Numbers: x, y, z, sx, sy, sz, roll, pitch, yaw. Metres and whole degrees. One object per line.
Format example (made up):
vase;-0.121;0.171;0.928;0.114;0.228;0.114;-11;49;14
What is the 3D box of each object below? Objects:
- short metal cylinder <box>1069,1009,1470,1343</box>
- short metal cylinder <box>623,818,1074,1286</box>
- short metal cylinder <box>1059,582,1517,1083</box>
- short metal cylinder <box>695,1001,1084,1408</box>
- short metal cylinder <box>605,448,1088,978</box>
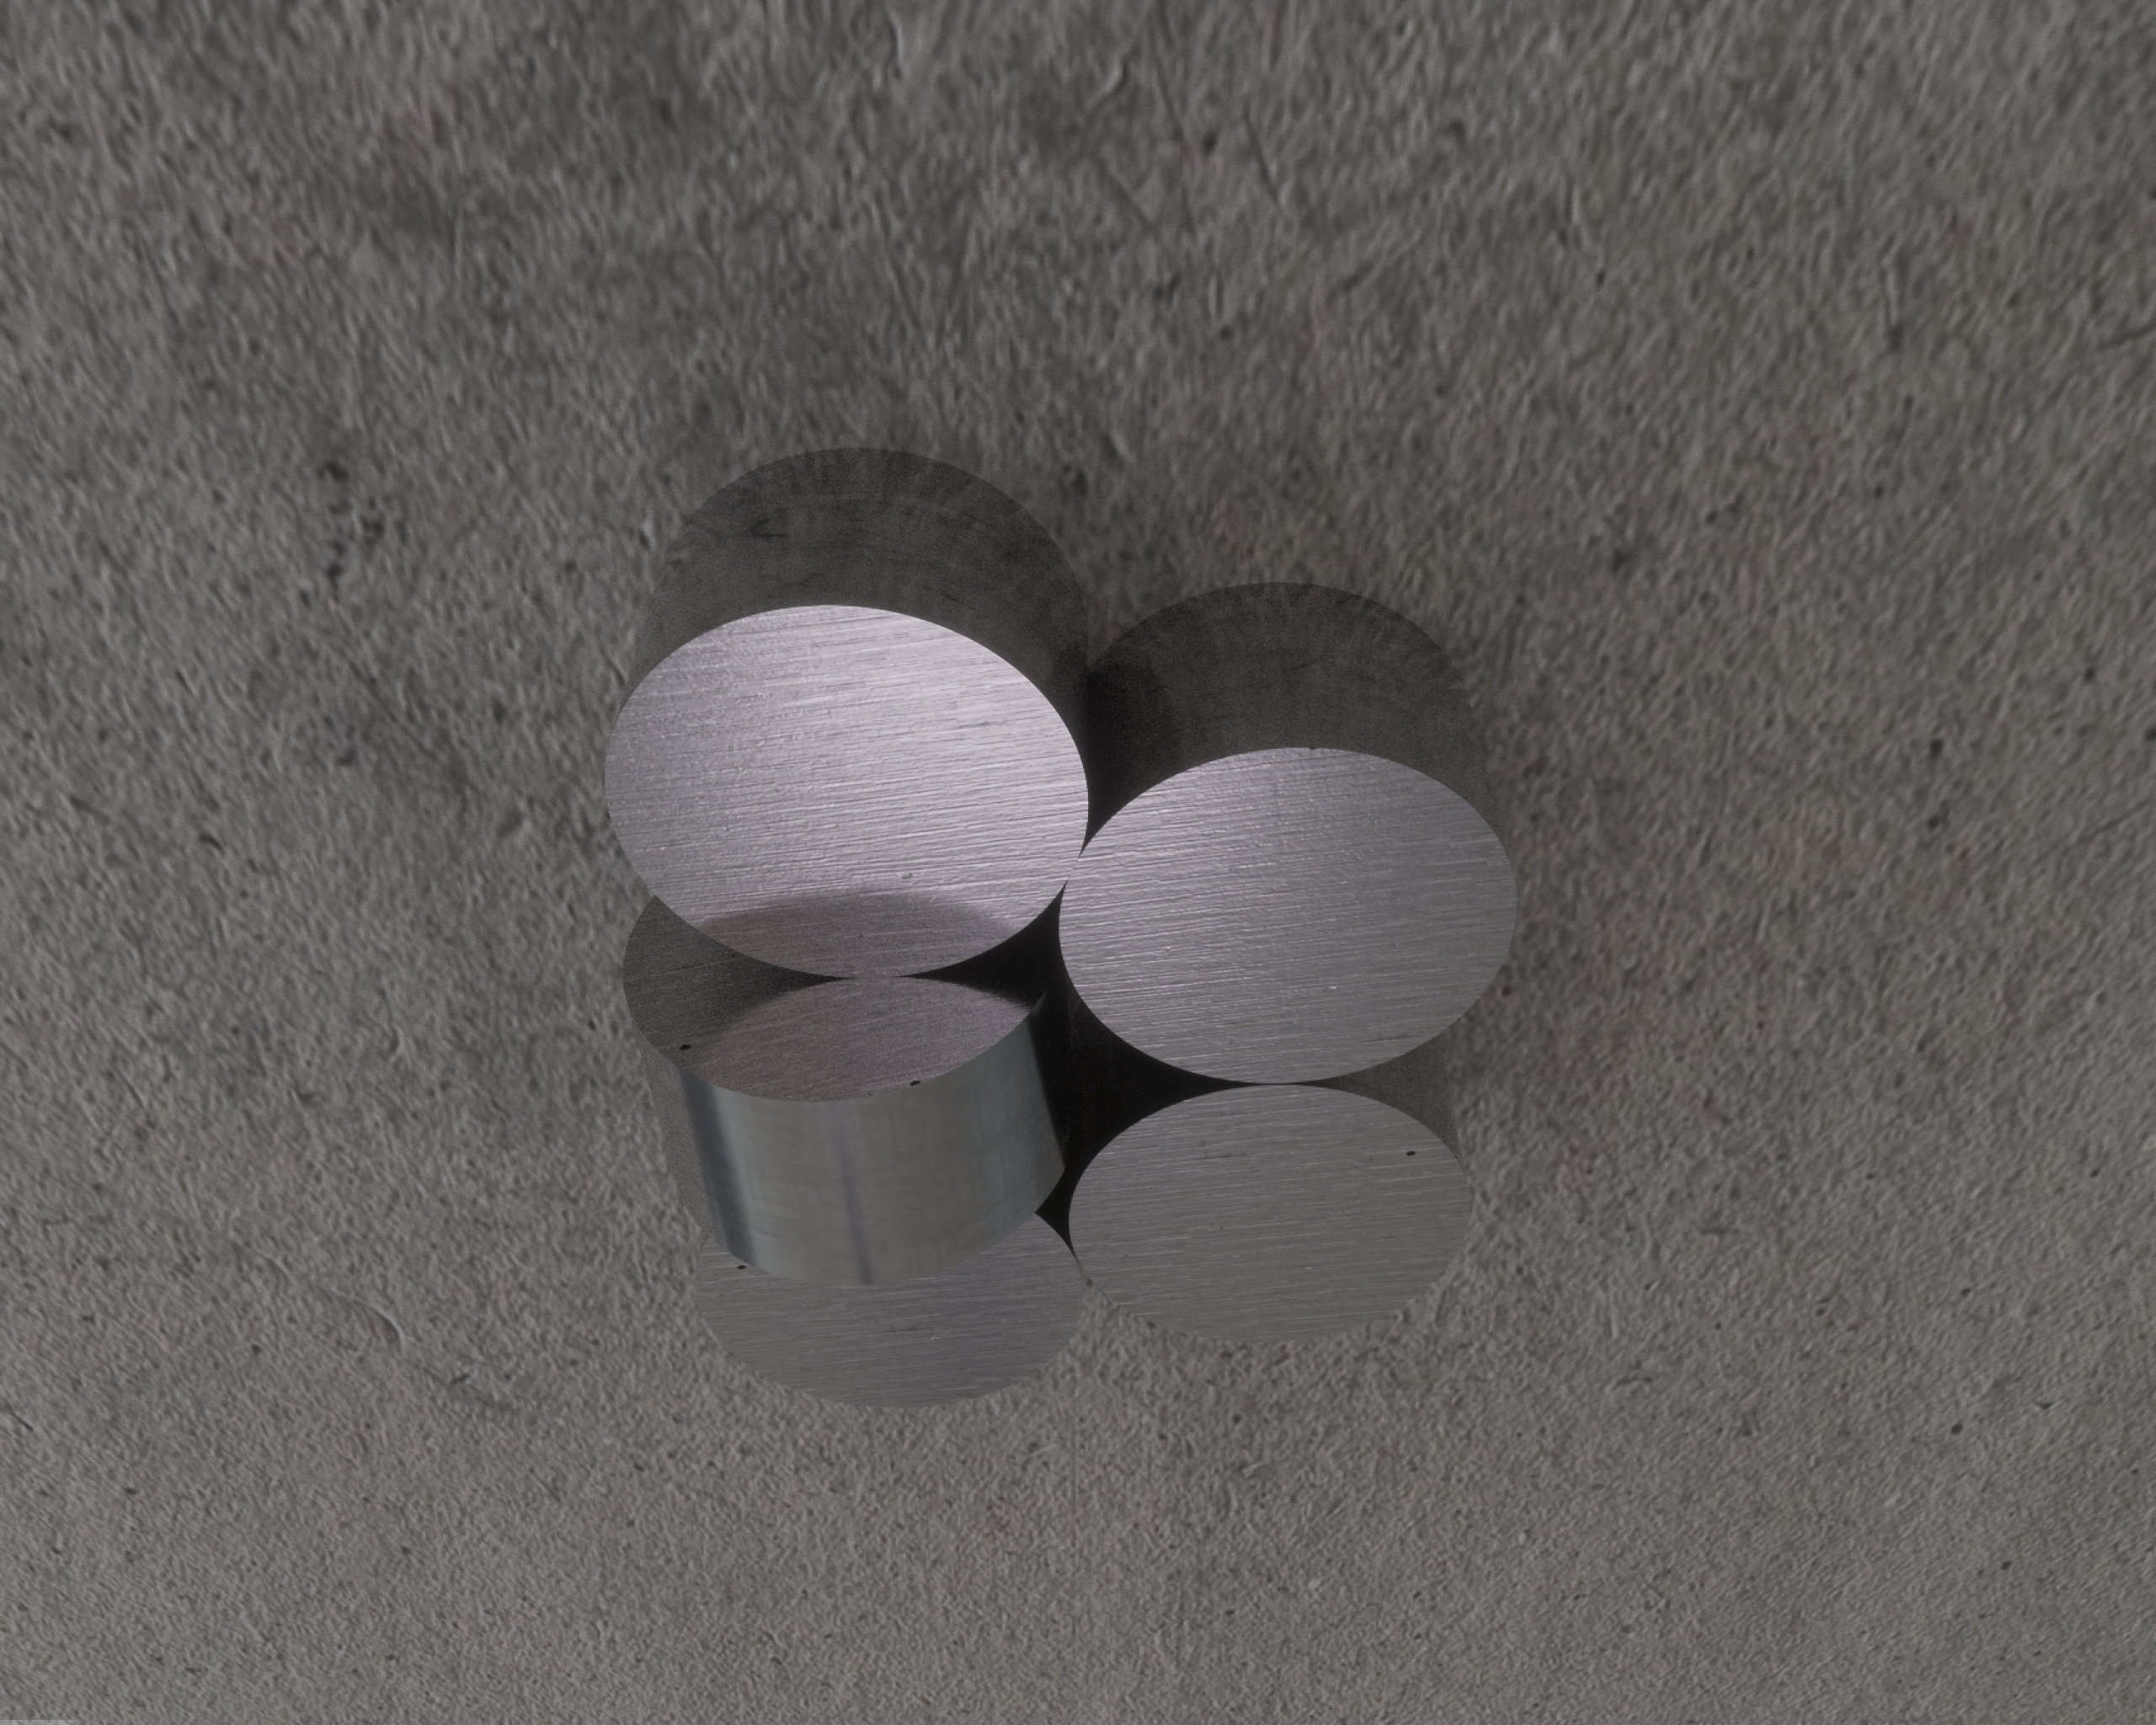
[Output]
short metal cylinder;0.038;0.056;0.439;0.081;0.050;0.079;0;130;0
short metal cylinder;-0.042;0.033;0.399;0.080;0.080;0.050;-2;130;2
short metal cylinder;0.037;-0.005;0.387;0.081;0.050;0.079;0;130;0
short metal cylinder;-0.039;0.074;0.453;0.081;0.050;0.079;0;130;0
short metal cylinder;-0.038;-0.026;0.368;0.080;0.050;0.079;0;130;0
